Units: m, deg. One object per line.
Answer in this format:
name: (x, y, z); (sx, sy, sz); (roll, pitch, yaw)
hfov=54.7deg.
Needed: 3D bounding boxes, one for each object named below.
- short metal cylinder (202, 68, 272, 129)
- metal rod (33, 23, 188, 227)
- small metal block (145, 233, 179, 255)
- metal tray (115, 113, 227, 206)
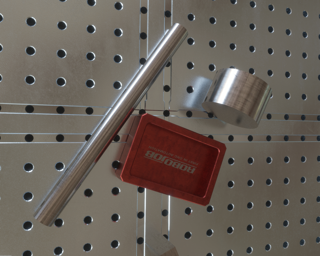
short metal cylinder: (0.104, -0.039, 0.423); (0.080, 0.080, 0.050); (28, 81, -18)
metal rod: (-0.055, -0.013, 0.393); (0.025, 0.025, 0.300); (38, 78, -17)
small metal block: (0.008, 0.174, 0.404); (0.025, 0.050, 0.050); (-24, 98, -19)
metal tray: (0.017, 0.043, 0.417); (0.131, 0.030, 0.090); (21, 83, -19)
